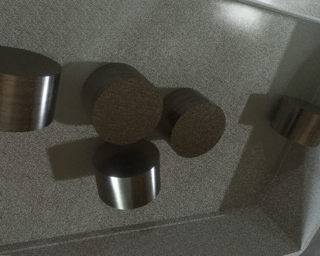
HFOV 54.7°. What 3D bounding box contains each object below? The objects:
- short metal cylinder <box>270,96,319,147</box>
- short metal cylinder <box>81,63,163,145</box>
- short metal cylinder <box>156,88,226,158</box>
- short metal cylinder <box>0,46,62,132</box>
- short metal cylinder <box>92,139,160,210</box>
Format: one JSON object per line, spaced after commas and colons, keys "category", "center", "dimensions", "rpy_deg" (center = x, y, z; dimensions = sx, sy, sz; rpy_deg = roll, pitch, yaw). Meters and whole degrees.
{"category": "short metal cylinder", "center": [0.223, -0.012, 0.491], "dimensions": [0.081, 0.080, 0.050], "rpy_deg": [5, 116, -31]}
{"category": "short metal cylinder", "center": [-0.044, -0.028, 0.353], "dimensions": [0.081, 0.050, 0.079], "rpy_deg": [-14, 125, -21]}
{"category": "short metal cylinder", "center": [0.039, -0.007, 0.411], "dimensions": [0.081, 0.050, 0.079], "rpy_deg": [-14, 125, -21]}
{"category": "short metal cylinder", "center": [-0.134, -0.037, 0.277], "dimensions": [0.081, 0.080, 0.050], "rpy_deg": [3, 117, -30]}
{"category": "short metal cylinder", "center": [-0.040, 0.054, 0.386], "dimensions": [0.081, 0.080, 0.050], "rpy_deg": [-15, 125, -20]}
